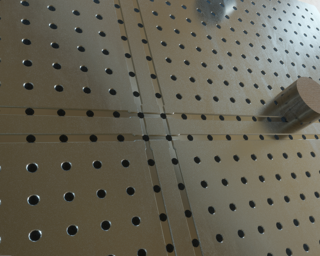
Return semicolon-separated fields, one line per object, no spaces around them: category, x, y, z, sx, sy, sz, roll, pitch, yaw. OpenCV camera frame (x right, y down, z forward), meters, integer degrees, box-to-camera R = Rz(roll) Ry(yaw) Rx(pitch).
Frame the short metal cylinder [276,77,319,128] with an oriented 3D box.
short metal cylinder;0.262;-0.046;0.565;0.081;0.050;0.080;14;56;-21
